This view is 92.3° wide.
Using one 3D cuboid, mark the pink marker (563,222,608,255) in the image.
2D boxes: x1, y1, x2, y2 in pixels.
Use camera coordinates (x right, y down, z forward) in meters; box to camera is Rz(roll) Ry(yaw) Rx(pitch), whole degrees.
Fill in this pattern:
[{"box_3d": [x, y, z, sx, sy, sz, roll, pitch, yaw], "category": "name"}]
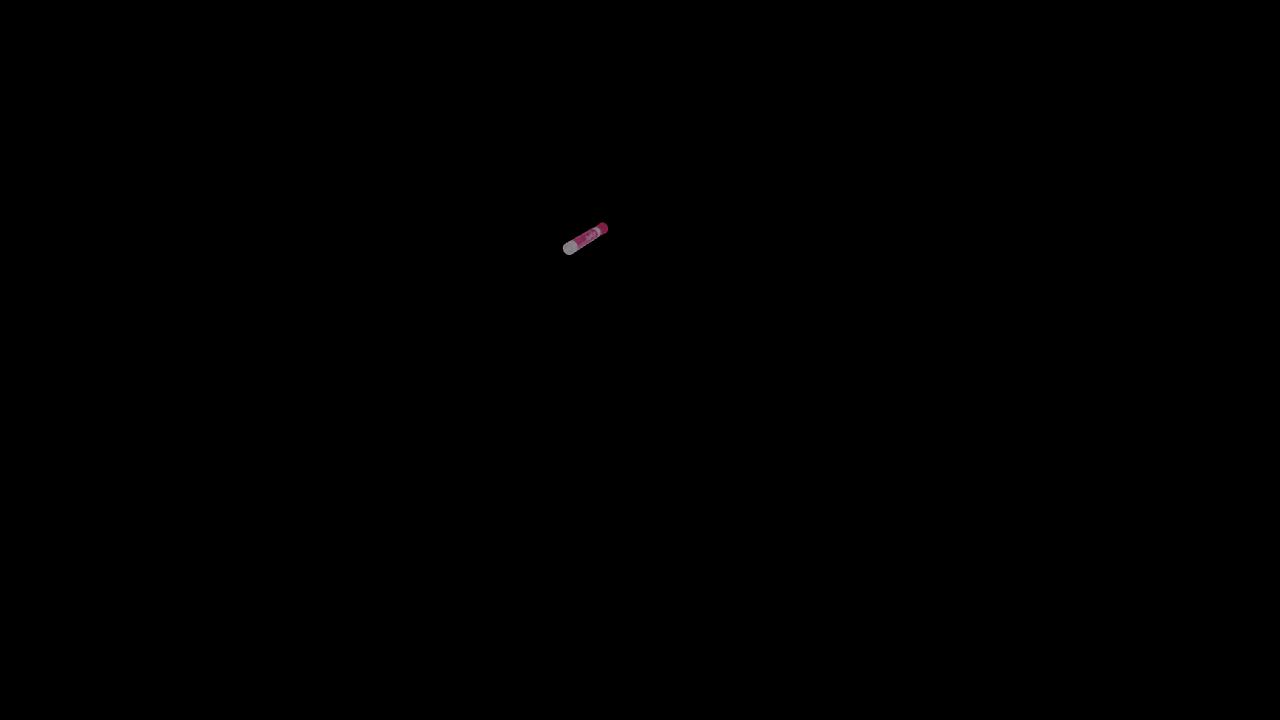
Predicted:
[{"box_3d": [-0.083, -0.192, 0.966, 0.020, 0.020, 0.121, 0, 27, 27], "category": "pink marker"}]
